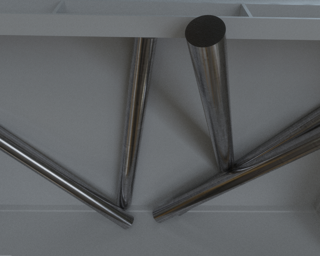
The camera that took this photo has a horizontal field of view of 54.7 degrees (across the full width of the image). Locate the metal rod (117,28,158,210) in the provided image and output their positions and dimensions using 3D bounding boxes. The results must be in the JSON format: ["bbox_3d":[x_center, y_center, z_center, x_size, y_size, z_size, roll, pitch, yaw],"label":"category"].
[{"bbox_3d":[-0.037,0.013,0.419,0.025,0.025,0.298,6,130,-6],"label":"metal rod"}]

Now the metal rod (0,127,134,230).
[{"bbox_3d":[-0.155,0.063,0.443,0.025,0.025,0.300,-36,117,26],"label":"metal rod"}]

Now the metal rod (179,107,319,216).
[{"bbox_3d":[0.130,0.053,0.456,0.025,0.025,0.299,35,122,-26],"label":"metal rod"}]

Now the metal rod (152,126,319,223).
[{"bbox_3d":[0.106,0.073,0.443,0.299,0.025,0.025,-33,123,28],"label":"metal rod"}]

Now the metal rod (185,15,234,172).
[{"bbox_3d":[0.063,-0.003,0.325,0.025,0.025,0.300,-12,155,9],"label":"metal rod"}]
